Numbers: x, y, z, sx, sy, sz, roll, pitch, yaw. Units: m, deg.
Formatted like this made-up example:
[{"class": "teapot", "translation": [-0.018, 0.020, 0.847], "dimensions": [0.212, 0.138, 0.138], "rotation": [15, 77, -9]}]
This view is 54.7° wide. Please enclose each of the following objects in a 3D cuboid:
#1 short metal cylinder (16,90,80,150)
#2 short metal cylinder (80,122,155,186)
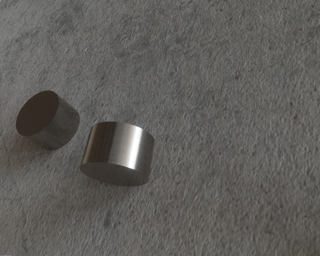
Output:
[{"class": "short metal cylinder", "translation": [-0.174, -0.012, 0.484], "dimensions": [0.080, 0.050, 0.080], "rotation": [-13, 56, 20]}, {"class": "short metal cylinder", "translation": [-0.050, 0.033, 0.373], "dimensions": [0.080, 0.080, 0.050], "rotation": [-5, 60, 25]}]
